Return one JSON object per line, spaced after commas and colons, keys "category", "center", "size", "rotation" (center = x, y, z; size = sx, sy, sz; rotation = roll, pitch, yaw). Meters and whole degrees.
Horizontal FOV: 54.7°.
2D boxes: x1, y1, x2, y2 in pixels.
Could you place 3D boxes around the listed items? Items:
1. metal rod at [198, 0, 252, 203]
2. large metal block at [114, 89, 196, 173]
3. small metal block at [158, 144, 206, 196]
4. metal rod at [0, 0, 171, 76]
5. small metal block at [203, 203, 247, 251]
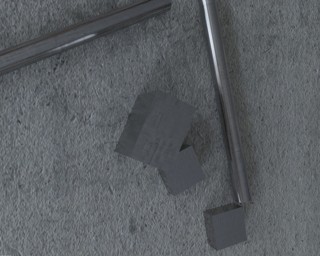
{"category": "metal rod", "center": [0.094, -0.041, 0.445], "size": [0.025, 0.025, 0.298], "rotation": [-13, 95, -20]}
{"category": "large metal block", "center": [-0.009, 0.004, 0.377], "size": [0.050, 0.080, 0.080], "rotation": [25, 82, -19]}
{"category": "small metal block", "center": [0.027, 0.056, 0.420], "size": [0.050, 0.025, 0.050], "rotation": [-26, 99, -18]}
{"category": "metal rod", "center": [-0.119, -0.102, 0.365], "size": [0.302, 0.025, 0.025], "rotation": [-28, 100, -18]}
{"category": "small metal block", "center": [0.094, 0.141, 0.445], "size": [0.050, 0.025, 0.050], "rotation": [-10, 94, -20]}
